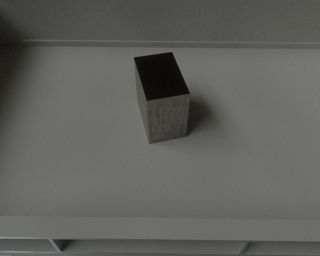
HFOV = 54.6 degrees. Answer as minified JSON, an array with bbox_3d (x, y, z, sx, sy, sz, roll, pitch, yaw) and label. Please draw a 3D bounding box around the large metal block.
[{"bbox_3d":[0.001,-0.039,0.402,0.050,0.080,0.080,-10,51,-9],"label":"large metal block"}]
